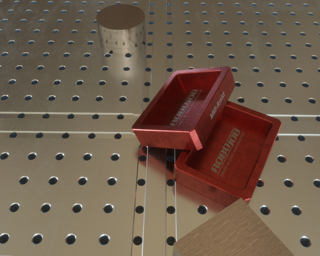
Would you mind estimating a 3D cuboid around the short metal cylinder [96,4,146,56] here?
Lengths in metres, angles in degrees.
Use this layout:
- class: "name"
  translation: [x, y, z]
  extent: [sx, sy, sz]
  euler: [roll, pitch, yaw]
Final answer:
- class: "short metal cylinder"
  translation: [-0.065, -0.170, 0.533]
  extent: [0.081, 0.050, 0.080]
  euler: [0, 50, 0]

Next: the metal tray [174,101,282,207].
- class: "metal tray"
  translation: [0.085, 0.026, 0.382]
  extent: [0.090, 0.030, 0.130]
  euler: [24, 54, 18]

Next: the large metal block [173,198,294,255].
- class: "large metal block"
  translation: [0.068, 0.126, 0.286]
  extent: [0.081, 0.050, 0.080]
  euler: [-27, 55, -21]

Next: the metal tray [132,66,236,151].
- class: "metal tray"
  translation: [0.034, -0.029, 0.403]
  extent: [0.090, 0.030, 0.130]
  euler: [2, 43, 36]
